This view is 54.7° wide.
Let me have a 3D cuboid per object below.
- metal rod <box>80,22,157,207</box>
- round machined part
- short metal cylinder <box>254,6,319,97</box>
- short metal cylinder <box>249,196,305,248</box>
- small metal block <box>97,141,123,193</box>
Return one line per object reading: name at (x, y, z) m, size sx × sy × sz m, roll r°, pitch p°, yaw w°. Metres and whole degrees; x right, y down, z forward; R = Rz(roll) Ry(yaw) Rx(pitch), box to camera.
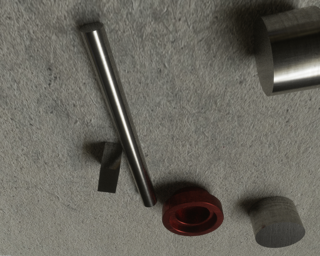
metal rod at (-0.043, 0.008, 0.413) m, size 0.025 × 0.025 × 0.298 m, roll -8°, pitch 130°, yaw 6°
round machined part at (0.053, 0.134, 0.510) m, size 0.099 × 0.042 × 0.097 m, roll 0°, pitch 130°, yaw 0°
short metal cylinder at (0.128, -0.075, 0.308) m, size 0.050 × 0.080 × 0.080 m, roll -10°, pitch 130°, yaw 8°
short metal cylinder at (0.198, 0.162, 0.531) m, size 0.081 × 0.050 × 0.079 m, roll 0°, pitch 130°, yaw 0°
small metal block at (-0.070, 0.056, 0.437) m, size 0.025 × 0.050 × 0.050 m, roll 9°, pitch 130°, yaw -8°
